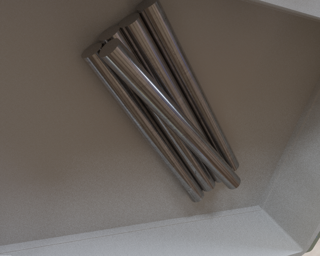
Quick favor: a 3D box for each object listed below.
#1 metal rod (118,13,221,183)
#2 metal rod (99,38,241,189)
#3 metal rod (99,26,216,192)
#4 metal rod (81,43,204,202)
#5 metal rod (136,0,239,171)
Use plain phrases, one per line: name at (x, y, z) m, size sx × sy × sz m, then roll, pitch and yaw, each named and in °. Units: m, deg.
metal rod at (0.034, -0.016, 0.415) m, size 0.025 × 0.025 × 0.300 m, roll -37°, pitch 129°, yaw -3°
metal rod at (0.033, 0.004, 0.394) m, size 0.025 × 0.025 × 0.300 m, roll -44°, pitch 129°, yaw 2°
metal rod at (0.013, -0.002, 0.413) m, size 0.025 × 0.025 × 0.300 m, roll -37°, pitch 129°, yaw -3°
metal rod at (-0.005, 0.015, 0.414) m, size 0.025 × 0.025 × 0.300 m, roll -37°, pitch 129°, yaw -3°
metal rod at (0.052, -0.033, 0.415) m, size 0.025 × 0.025 × 0.300 m, roll -37°, pitch 129°, yaw -3°
